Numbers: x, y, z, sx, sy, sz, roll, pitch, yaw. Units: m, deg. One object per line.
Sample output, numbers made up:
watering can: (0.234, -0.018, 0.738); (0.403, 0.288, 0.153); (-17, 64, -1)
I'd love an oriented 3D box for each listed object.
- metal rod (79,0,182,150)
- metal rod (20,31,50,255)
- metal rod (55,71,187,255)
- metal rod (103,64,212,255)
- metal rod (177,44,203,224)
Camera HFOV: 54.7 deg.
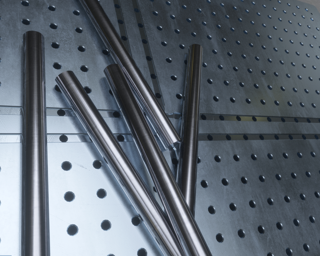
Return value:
metal rod: (-0.055, -0.103, 0.442); (0.025, 0.025, 0.299); (-20, 72, -36)
metal rod: (-0.132, 0.018, 0.326); (0.025, 0.025, 0.299); (3, 61, -27)
metal rod: (-0.035, 0.058, 0.354); (0.025, 0.025, 0.299); (-26, 76, -37)
metal rod: (-0.004, 0.043, 0.361); (0.025, 0.025, 0.299); (-10, 61, -33)
metal rod: (0.043, -0.010, 0.439); (0.025, 0.025, 0.300); (20, 54, -17)
